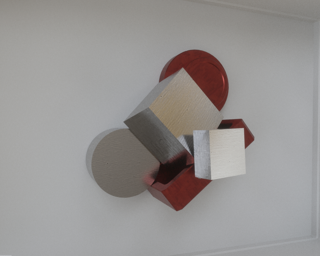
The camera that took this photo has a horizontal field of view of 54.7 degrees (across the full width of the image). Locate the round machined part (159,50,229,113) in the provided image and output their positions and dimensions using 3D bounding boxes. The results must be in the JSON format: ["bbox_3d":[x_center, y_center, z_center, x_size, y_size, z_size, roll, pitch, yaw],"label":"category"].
[{"bbox_3d":[0.052,-0.058,0.420,0.099,0.042,0.097,0,90,-21],"label":"round machined part"}]

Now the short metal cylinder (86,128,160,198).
[{"bbox_3d":[-0.047,0.040,0.379,0.081,0.050,0.079,0,90,-21],"label":"short metal cylinder"}]

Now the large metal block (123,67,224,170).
[{"bbox_3d":[0.019,-0.010,0.365,0.080,0.050,0.080,48,50,-14],"label":"large metal block"}]

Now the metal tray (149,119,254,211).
[{"bbox_3d":[0.044,0.040,0.391,0.131,0.090,0.030,-40,102,-16],"label":"metal tray"}]

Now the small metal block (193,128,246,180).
[{"bbox_3d":[0.064,0.026,0.332,0.050,0.025,0.050,-3,91,-33],"label":"small metal block"}]
